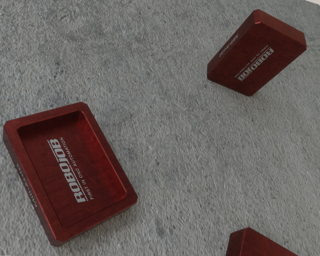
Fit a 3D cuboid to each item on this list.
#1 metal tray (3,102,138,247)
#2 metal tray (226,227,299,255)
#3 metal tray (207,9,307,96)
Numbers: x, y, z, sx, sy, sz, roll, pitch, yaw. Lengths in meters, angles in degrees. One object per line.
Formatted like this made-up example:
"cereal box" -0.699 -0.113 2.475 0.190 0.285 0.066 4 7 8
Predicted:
"metal tray" -0.093 0.042 0.324 0.091 0.030 0.130 -21 73 -36
"metal tray" 0.111 0.191 0.344 0.090 0.030 0.130 32 52 -8
"metal tray" 0.144 -0.109 0.480 0.091 0.129 0.030 20 54 -17
